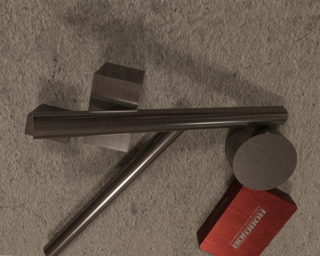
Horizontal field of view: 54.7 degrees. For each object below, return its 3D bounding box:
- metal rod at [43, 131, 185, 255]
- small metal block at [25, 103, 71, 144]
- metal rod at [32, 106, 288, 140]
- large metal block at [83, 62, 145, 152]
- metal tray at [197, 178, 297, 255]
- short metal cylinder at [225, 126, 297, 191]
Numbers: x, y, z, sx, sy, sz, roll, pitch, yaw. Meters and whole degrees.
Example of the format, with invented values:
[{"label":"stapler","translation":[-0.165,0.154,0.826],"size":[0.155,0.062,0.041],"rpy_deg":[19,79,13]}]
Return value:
[{"label":"metal rod","translation":[-0.067,0.087,0.440],"size":[0.025,0.025,0.299],"rpy_deg":[41,105,-14]},{"label":"small metal block","translation":[-0.135,-0.007,0.392],"size":[0.050,0.050,0.025],"rpy_deg":[14,110,-6]},{"label":"metal rod","translation":[0.022,-0.009,0.343],"size":[0.303,0.025,0.025],"rpy_deg":[-3,112,-25]},{"label":"large metal block","translation":[-0.052,-0.028,0.369],"size":[0.050,0.080,0.079],"rpy_deg":[12,110,-5]},{"label":"metal tray","translation":[0.126,0.139,0.460],"size":[0.090,0.030,0.129],"rpy_deg":[27,108,-10]},{"label":"short metal cylinder","translation":[0.131,0.035,0.411],"size":[0.081,0.050,0.079],"rpy_deg":[0,110,-1]}]
